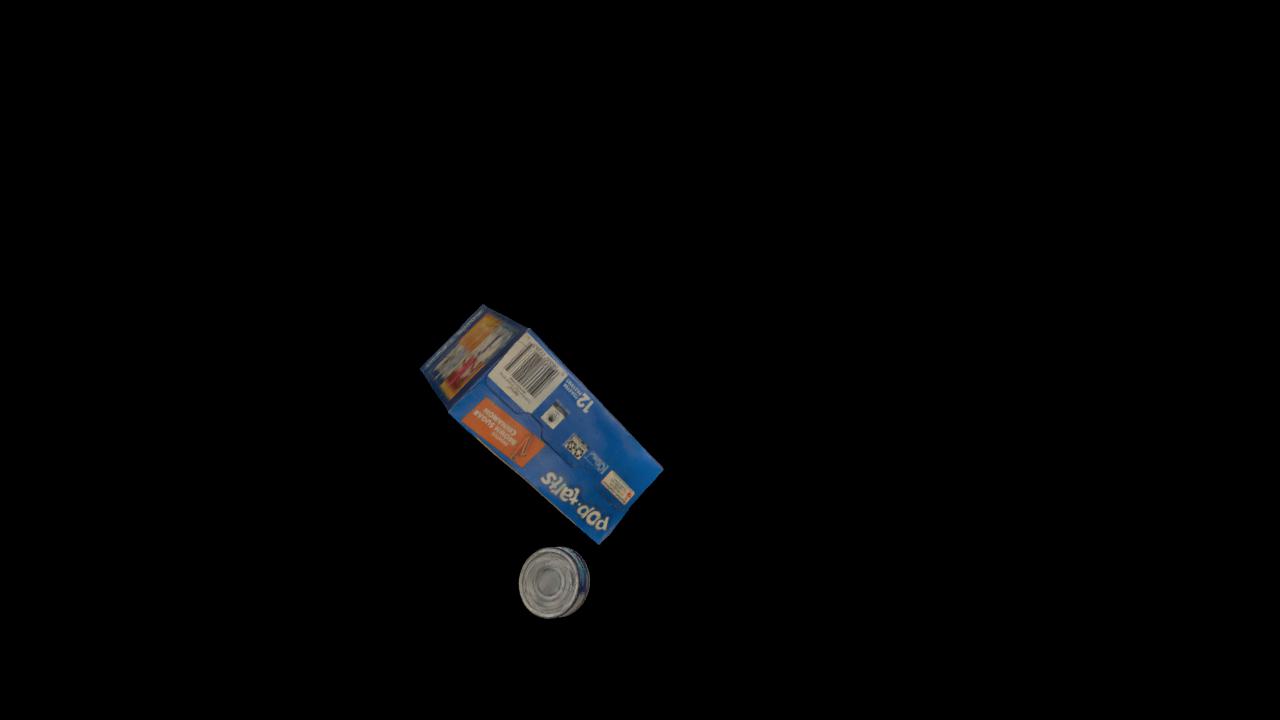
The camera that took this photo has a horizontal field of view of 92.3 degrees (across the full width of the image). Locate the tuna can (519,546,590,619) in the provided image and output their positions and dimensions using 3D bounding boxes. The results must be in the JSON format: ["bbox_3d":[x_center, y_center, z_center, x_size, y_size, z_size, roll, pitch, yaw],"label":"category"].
[{"bbox_3d":[-0.106,0.273,0.757,0.084,0.084,0.034,0,-17,18],"label":"tuna can"}]

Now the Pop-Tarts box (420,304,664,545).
[{"bbox_3d":[-0.085,0.048,0.509,0.167,0.083,0.141,50,-12,-27],"label":"Pop-Tarts box"}]
